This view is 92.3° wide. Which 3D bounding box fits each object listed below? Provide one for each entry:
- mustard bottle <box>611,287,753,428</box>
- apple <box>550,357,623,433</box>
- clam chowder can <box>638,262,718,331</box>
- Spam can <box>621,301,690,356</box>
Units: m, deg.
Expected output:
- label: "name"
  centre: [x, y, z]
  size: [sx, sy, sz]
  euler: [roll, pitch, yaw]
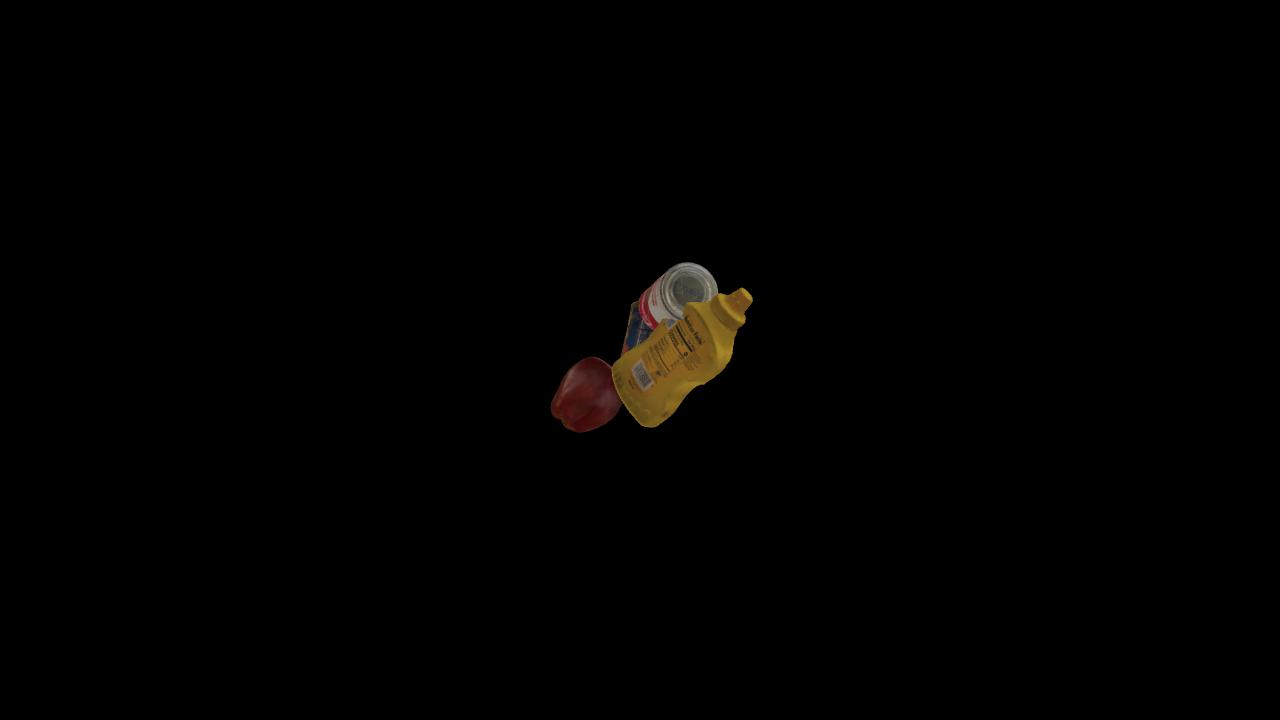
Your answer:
- label: "mustard bottle"
  centre: [0.051, -0.012, 0.667]
  size: [0.054, 0.092, 0.184]
  euler: [14, -49, -47]
- label: "apple"
  centre: [-0.061, 0.042, 0.739]
  size: [0.079, 0.093, 0.079]
  euler: [35, -19, 14]
- label: "clam chowder can"
  centre: [0.041, -0.066, 0.701]
  size: [0.068, 0.068, 0.102]
  euler: [0, -7, -15]
- label: "Spam can"
  centre: [0.006, -0.014, 0.768]
  size: [0.058, 0.085, 0.101]
  euler: [12, -16, 0]
